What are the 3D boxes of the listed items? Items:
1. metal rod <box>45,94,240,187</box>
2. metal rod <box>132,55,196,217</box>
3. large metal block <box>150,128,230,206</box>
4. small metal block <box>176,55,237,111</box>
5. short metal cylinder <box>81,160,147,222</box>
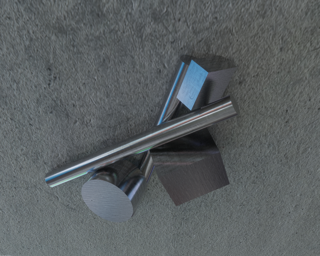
[{"bbox_3d":[-0.041,0.026,0.408,0.300,0.025,0.025,-23,127,26],"label":"metal rod"},{"bbox_3d":[-0.010,0.034,0.436,0.025,0.025,0.298,13,129,-11],"label":"metal rod"},{"bbox_3d":[0.041,0.052,0.418,0.080,0.050,0.080,-23,137,3],"label":"large metal block"},{"bbox_3d":[0.052,-0.051,0.349,0.050,0.025,0.050,-18,143,-40],"label":"small metal block"},{"bbox_3d":[-0.066,0.090,0.452,0.080,0.050,0.079,11,125,17],"label":"short metal cylinder"}]
